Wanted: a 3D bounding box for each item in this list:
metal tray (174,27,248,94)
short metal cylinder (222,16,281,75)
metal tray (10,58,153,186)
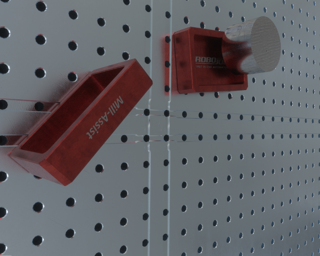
[{"bbox_3d":[0.082,-0.100,0.474,0.131,0.030,0.089,-8,95,-40],"label":"metal tray"},{"bbox_3d":[0.139,-0.122,0.469,0.081,0.050,0.079,0,90,-40],"label":"short metal cylinder"},{"bbox_3d":[-0.076,-0.010,0.303,0.030,0.090,0.130,52,60,-28],"label":"metal tray"}]
